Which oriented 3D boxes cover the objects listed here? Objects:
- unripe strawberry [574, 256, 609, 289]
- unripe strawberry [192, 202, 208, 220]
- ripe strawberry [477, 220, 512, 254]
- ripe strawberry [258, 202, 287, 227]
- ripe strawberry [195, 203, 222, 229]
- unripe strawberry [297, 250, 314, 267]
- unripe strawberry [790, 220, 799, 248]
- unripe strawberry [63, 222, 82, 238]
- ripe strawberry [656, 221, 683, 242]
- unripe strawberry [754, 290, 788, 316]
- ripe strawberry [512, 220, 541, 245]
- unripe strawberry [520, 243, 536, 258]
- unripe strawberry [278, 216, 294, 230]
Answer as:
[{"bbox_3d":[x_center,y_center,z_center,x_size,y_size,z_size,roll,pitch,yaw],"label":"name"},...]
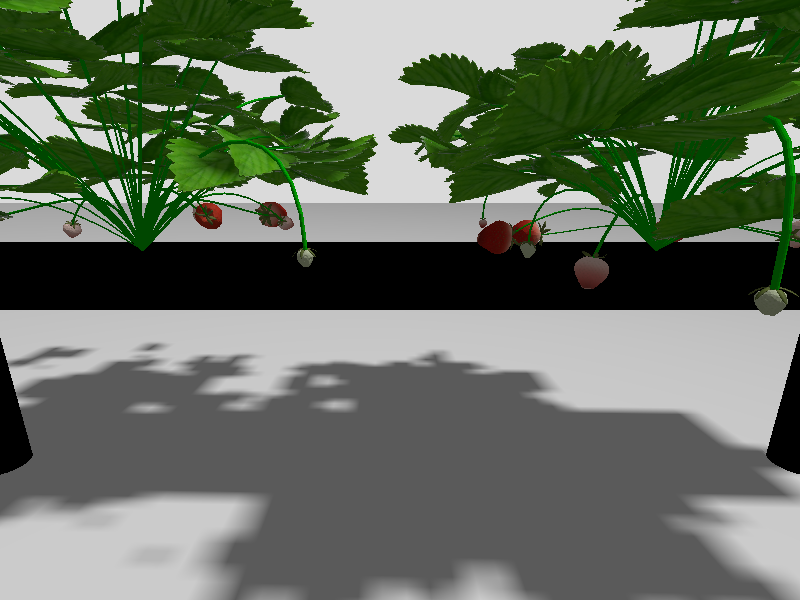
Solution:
[{"bbox_3d":[0.102,-0.014,0.214,0.017,0.017,0.015,13,-2,40],"label":"unripe strawberry"},{"bbox_3d":[-0.304,-0.135,0.625,0.034,0.036,0.037,-4,15,-15],"label":"unripe strawberry"},{"bbox_3d":[0.078,-0.052,0.331,0.029,0.028,0.026,-3,15,-6],"label":"ripe strawberry"},{"bbox_3d":[-0.179,-0.122,0.569,0.039,0.035,0.036,3,15,11],"label":"ripe strawberry"},{"bbox_3d":[-0.266,-0.117,0.560,0.035,0.037,0.037,-3,11,-10],"label":"ripe strawberry"},{"bbox_3d":[-0.051,-0.022,0.214,0.010,0.010,0.009,12,19,37],"label":"unripe strawberry"},{"bbox_3d":[0.363,-0.059,0.360,0.024,0.025,0.022,-1,15,-5],"label":"unripe strawberry"},{"bbox_3d":[-0.369,-0.078,0.451,0.017,0.017,0.018,-20,-26,-51],"label":"unripe strawberry"},{"bbox_3d":[0.268,-0.070,0.396,0.029,0.025,0.029,13,19,39],"label":"ripe strawberry"},{"bbox_3d":[0.127,0.001,0.138,0.009,0.010,0.010,7,17,23],"label":"unripe strawberry"},{"bbox_3d":[0.110,-0.059,0.356,0.028,0.024,0.028,1,15,4],"label":"ripe strawberry"},{"bbox_3d":[0.091,-0.036,0.285,0.010,0.011,0.011,-7,17,-25],"label":"unripe strawberry"},{"bbox_3d":[-0.148,-0.100,0.522,0.020,0.018,0.018,6,-9,22],"label":"unripe strawberry"}]
